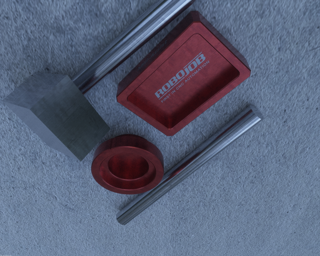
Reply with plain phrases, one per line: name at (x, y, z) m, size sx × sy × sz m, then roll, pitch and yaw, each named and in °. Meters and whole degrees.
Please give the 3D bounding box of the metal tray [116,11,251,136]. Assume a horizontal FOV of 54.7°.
metal tray at (0.024, -0.055, 0.357) m, size 0.090 × 0.030 × 0.130 m, roll 35°, pitch 122°, yaw -27°

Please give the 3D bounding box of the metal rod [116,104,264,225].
metal rod at (0.028, 0.069, 0.466) m, size 0.025 × 0.025 × 0.299 m, roll 32°, pitch 123°, yaw -24°

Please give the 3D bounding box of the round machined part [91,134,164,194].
round machined part at (-0.044, 0.047, 0.435) m, size 0.099 × 0.042 × 0.097 m, roll -1°, pitch 130°, yaw 0°

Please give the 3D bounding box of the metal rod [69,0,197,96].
metal rod at (0.008, -0.119, 0.306) m, size 0.299 × 0.025 × 0.025 m, roll -34°, pitch 123°, yaw 25°

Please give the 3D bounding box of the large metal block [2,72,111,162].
large metal block at (-0.117, -0.015, 0.350) m, size 0.080 × 0.050 × 0.080 m, roll 13°, pitch 146°, yaw 45°
